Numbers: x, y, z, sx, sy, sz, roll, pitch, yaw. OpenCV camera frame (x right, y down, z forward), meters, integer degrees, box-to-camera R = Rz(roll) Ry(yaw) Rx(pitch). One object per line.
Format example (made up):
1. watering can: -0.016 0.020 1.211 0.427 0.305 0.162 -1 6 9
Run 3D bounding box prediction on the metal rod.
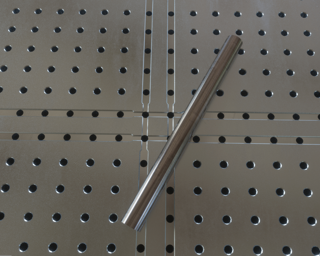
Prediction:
1. metal rod: 0.037 -0.006 0.414 0.025 0.025 0.300 28 72 10
